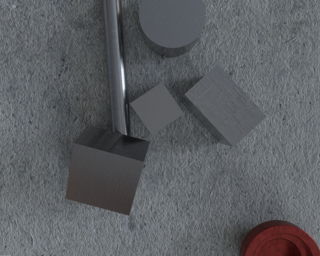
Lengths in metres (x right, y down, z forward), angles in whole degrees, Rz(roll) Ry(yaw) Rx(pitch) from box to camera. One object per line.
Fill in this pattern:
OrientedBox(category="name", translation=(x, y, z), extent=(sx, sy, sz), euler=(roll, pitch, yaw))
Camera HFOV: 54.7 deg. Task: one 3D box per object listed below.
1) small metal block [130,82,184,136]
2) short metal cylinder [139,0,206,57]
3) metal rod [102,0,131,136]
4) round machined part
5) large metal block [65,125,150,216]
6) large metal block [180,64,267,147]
OrientedBox(category="small metal block", translation=(-0.004, -0.025, 0.410), extent=(0.050, 0.025, 0.050), euler=(-34, 90, 0))
OrientedBox(category="short metal cylinder", translation=(0.015, -0.136, 0.398), extent=(0.081, 0.050, 0.079), euler=(0, 90, -1))
OrientedBox(category="metal rod", translation=(-0.060, -0.122, 0.409), extent=(0.025, 0.025, 0.298), euler=(-4, 90, -1))
OrientedBox(category="round machined part", translation=(0.152, 0.168, 0.404), extent=(0.099, 0.042, 0.097), euler=(0, 90, -1))
OrientedBox(category="large metal block", translation=(-0.064, 0.051, 0.382), extent=(0.080, 0.050, 0.079), euler=(15, 115, -1))
OrientedBox(category="large metal block", translation=(0.073, -0.025, 0.383), extent=(0.050, 0.080, 0.080), euler=(-43, 91, 0))
